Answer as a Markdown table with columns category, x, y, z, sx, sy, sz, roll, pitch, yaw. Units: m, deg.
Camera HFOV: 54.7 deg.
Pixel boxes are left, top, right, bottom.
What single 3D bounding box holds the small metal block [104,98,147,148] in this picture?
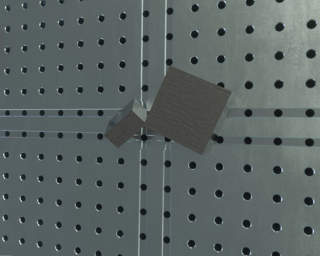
| category | x | y | z | sx | sy | sz | roll | pitch | yaw |
| --- | --- | --- | --- | --- | --- | --- | --- | --- | --- |
| small metal block | -0.044 | -0.008 | 0.411 | 0.050 | 0.050 | 0.025 | -41 | 108 | 15 |

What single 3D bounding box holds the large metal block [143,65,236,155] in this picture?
| category | x | y | z | sx | sy | sz | roll | pitch | yaw |
| --- | --- | --- | --- | --- | --- | --- | --- | --- | --- |
| large metal block | 0.038 | -0.022 | 0.385 | 0.080 | 0.050 | 0.080 | 26 | 98 | 17 |
